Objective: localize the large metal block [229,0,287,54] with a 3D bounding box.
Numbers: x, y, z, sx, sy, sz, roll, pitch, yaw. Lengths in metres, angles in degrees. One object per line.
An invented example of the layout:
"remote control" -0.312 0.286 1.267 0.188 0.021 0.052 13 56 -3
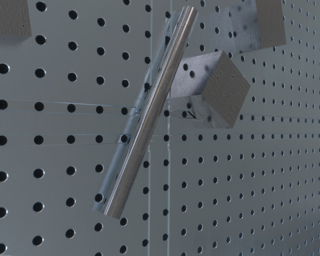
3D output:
"large metal block" 0.170 -0.176 0.535 0.081 0.050 0.079 -19 102 -38

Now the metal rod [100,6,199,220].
"metal rod" -0.007 -0.032 0.402 0.025 0.025 0.299 33 70 -35

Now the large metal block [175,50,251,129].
"large metal block" 0.081 -0.054 0.461 0.080 0.050 0.080 42 65 -32

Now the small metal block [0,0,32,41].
"small metal block" -0.150 -0.108 0.283 0.050 0.025 0.050 -10 97 -40
